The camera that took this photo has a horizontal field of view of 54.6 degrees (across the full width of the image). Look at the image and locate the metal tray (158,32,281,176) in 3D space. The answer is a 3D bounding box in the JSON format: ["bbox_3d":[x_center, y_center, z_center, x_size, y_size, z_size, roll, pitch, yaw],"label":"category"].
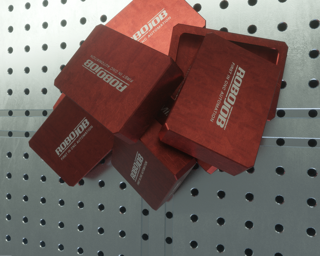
[{"bbox_3d":[0.065,-0.028,0.320,0.090,0.030,0.130,26,63,-3],"label":"metal tray"}]

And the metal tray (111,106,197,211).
[{"bbox_3d":[-0.015,0.041,0.369,0.030,0.129,0.090,-38,75,-27],"label":"metal tray"}]

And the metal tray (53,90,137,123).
[{"bbox_3d":[-0.082,-0.049,0.439,0.090,0.030,0.130,41,102,15],"label":"metal tray"}]

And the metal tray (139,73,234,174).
[{"bbox_3d":[0.033,-0.008,0.368,0.130,0.090,0.030,46,105,15],"label":"metal tray"}]

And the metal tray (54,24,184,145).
[{"bbox_3d":[-0.049,-0.052,0.334,0.130,0.030,0.090,35,87,36],"label":"metal tray"}]

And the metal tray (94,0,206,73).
[{"bbox_3d":[-0.017,-0.114,0.396,0.130,0.030,0.090,-42,79,0],"label":"metal tray"}]

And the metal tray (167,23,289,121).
[{"bbox_3d":[0.072,-0.063,0.361,0.131,0.030,0.090,10,93,-1],"label":"metal tray"}]

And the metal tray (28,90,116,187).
[{"bbox_3d":[-0.111,0.010,0.426,0.090,0.030,0.130,46,116,-2],"label":"metal tray"}]
